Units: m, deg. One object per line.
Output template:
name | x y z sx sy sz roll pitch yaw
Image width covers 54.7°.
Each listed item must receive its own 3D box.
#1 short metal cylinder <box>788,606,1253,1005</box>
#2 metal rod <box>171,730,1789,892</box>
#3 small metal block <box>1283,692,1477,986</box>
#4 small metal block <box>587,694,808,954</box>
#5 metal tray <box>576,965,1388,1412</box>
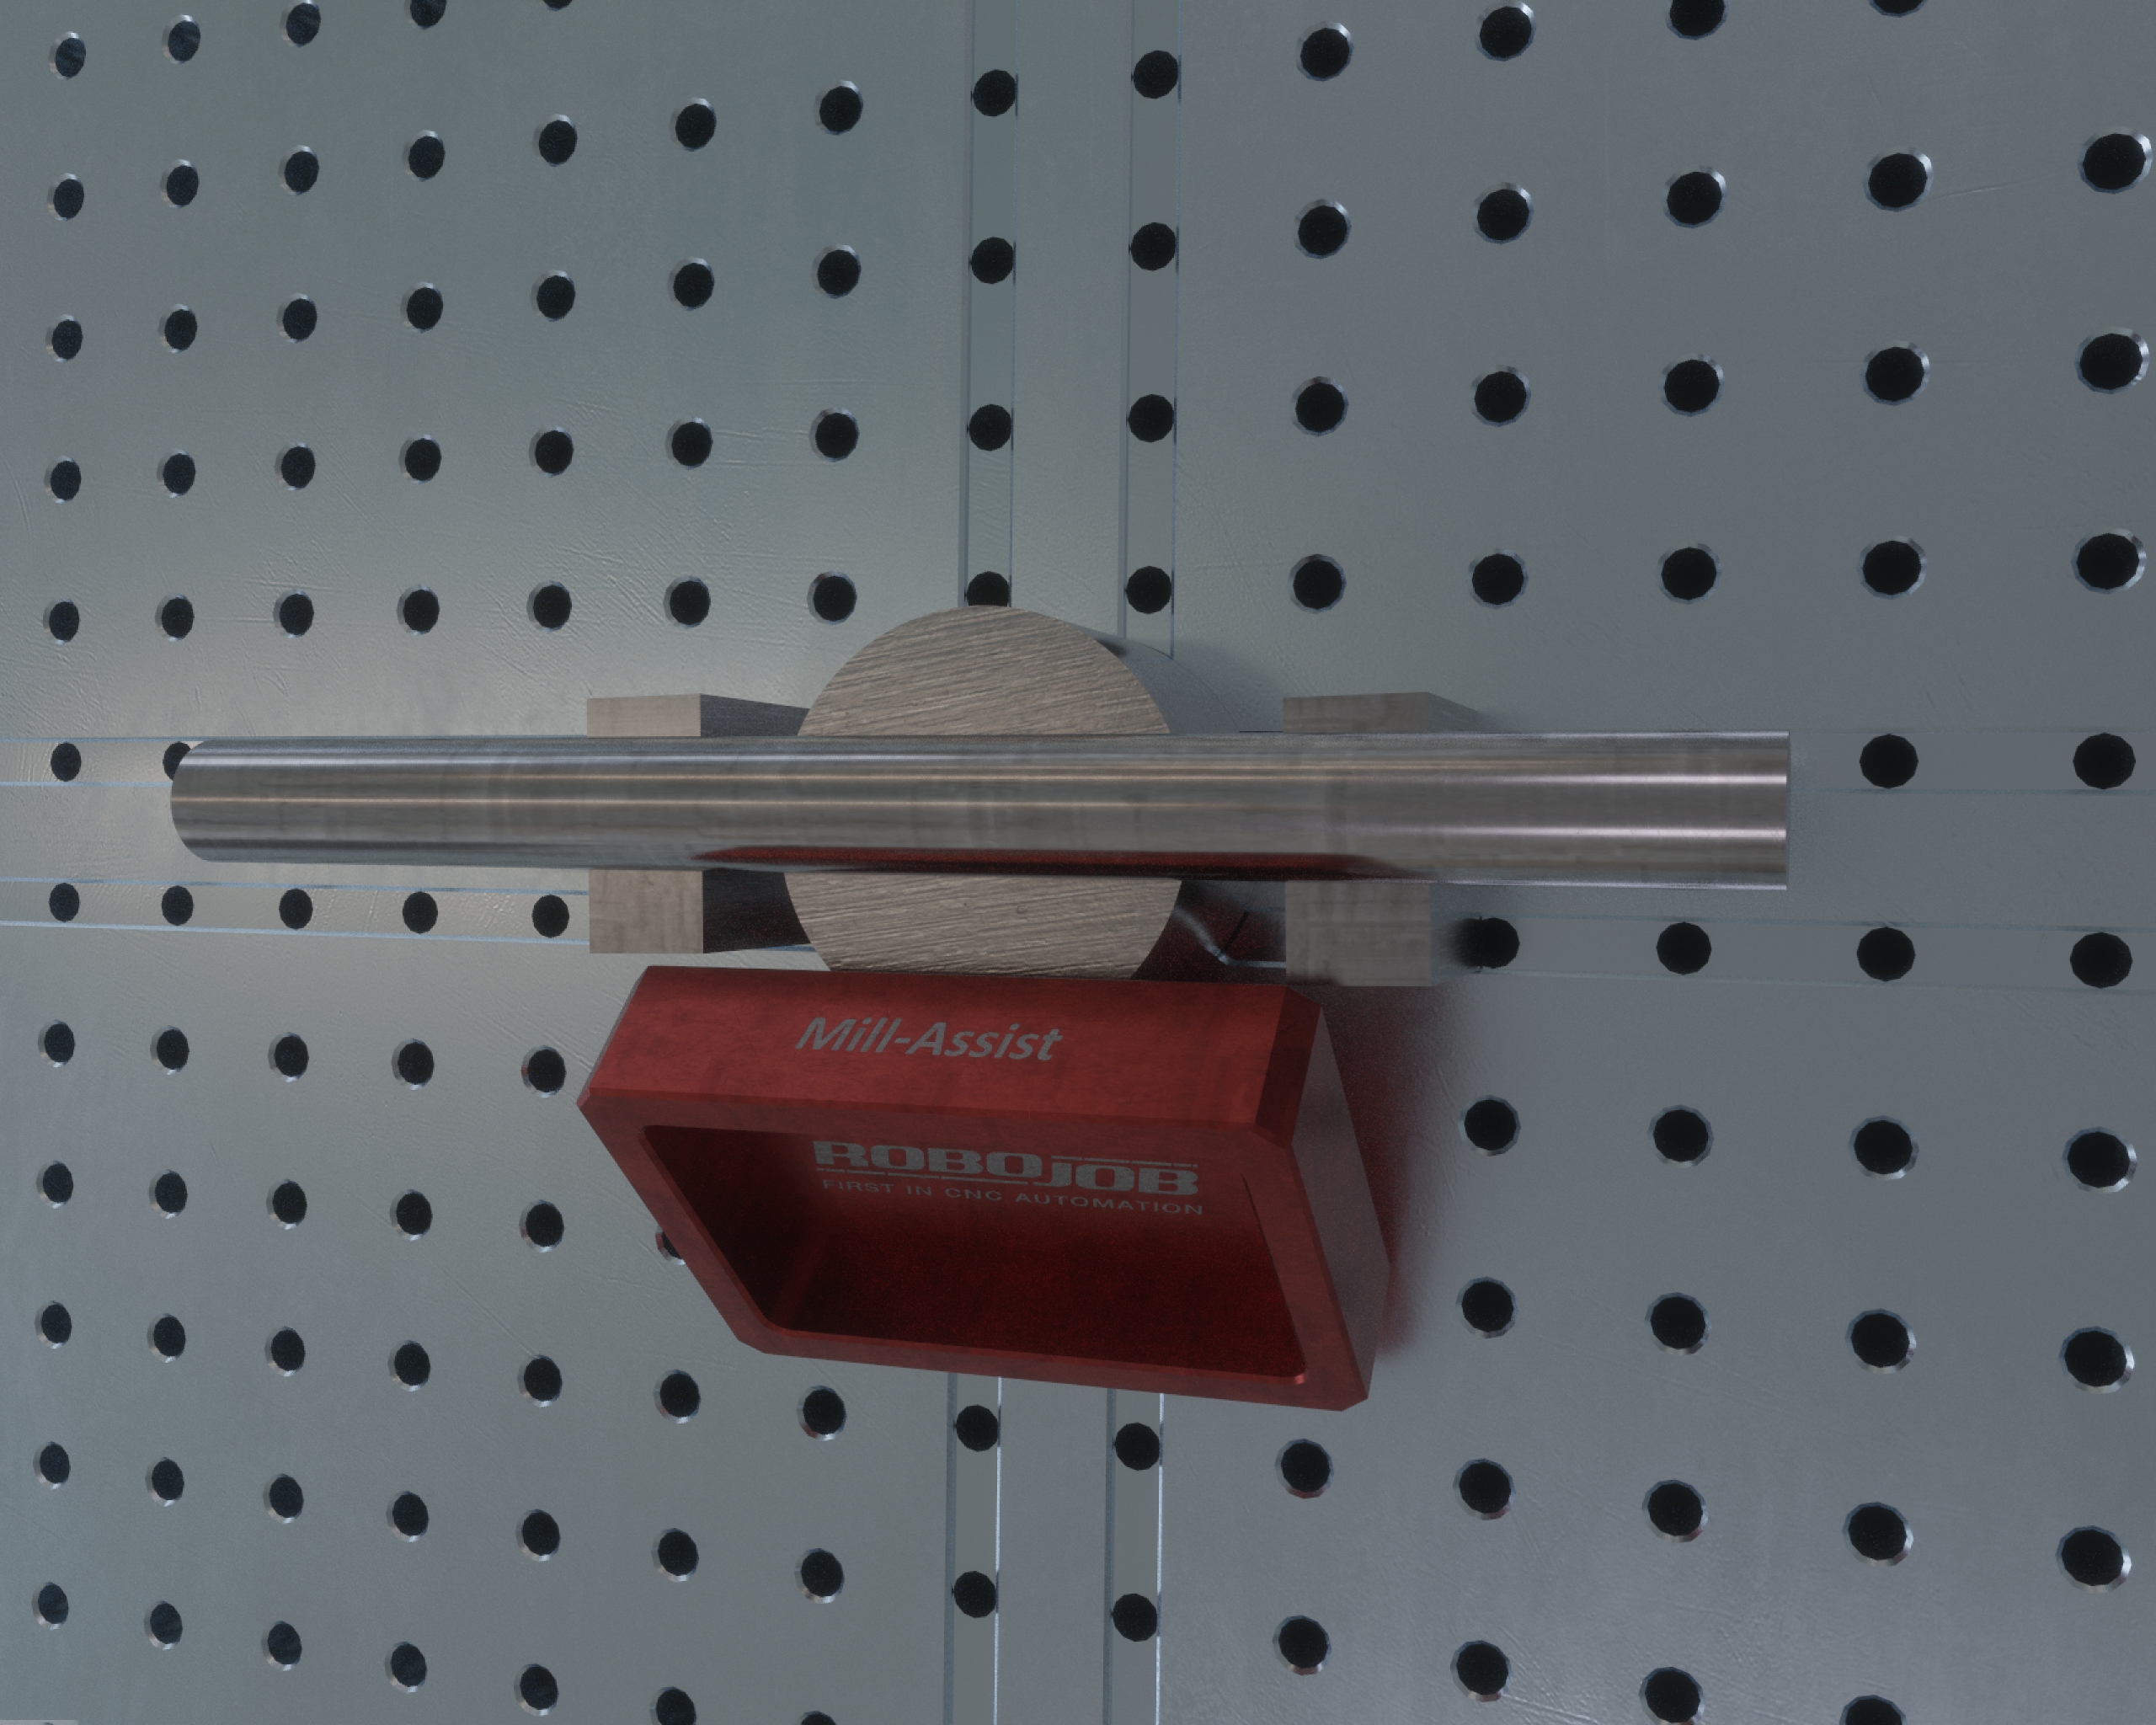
short metal cylinder | -0.010 -0.007 0.402 0.080 0.050 0.080 0 90 20
metal rod | -0.033 -0.010 0.371 0.301 0.025 0.025 1 90 20
small metal block | 0.056 -0.004 0.380 0.025 0.050 0.050 -1 90 20
small metal block | -0.075 -0.007 0.426 0.025 0.050 0.050 -1 90 20
metal tray | -0.015 0.060 0.385 0.130 0.090 0.030 1 47 20
